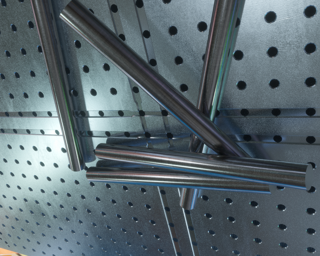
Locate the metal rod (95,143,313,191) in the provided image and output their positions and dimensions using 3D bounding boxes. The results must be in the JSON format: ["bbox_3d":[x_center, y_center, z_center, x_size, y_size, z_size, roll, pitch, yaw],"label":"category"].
[{"bbox_3d":[0.024,0.040,0.383,0.300,0.025,0.025,2,120,40],"label":"metal rod"}]

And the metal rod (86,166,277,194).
[{"bbox_3d":[0.003,0.067,0.423,0.300,0.025,0.025,-5,117,39],"label":"metal rod"}]

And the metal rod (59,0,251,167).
[{"bbox_3d":[0.021,-0.023,0.341,0.300,0.025,0.025,40,130,-16],"label":"metal rod"}]

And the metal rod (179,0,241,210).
[{"bbox_3d":[0.054,-0.012,0.374,0.025,0.025,0.298,18,126,17],"label":"metal rod"}]

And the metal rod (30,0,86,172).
[{"bbox_3d":[-0.144,-0.062,0.446,0.025,0.025,0.298,11,123,22],"label":"metal rod"}]
